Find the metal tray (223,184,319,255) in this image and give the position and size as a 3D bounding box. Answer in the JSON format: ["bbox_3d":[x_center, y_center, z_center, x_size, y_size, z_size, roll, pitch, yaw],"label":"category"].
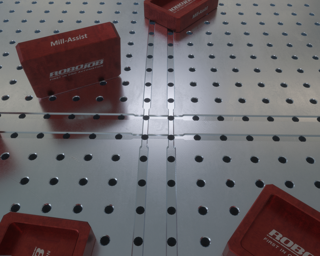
[{"bbox_3d":[0.140,0.125,0.299,0.130,0.030,0.090,32,57,24],"label":"metal tray"}]

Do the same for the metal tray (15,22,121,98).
[{"bbox_3d":[-0.122,-0.095,0.441,0.131,0.090,0.030,-19,68,-15],"label":"metal tray"}]

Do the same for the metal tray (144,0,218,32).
[{"bbox_3d":[0.043,-0.243,0.609,0.090,0.030,0.131,34,58,25],"label":"metal tray"}]

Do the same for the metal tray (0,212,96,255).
[{"bbox_3d":[-0.121,0.147,0.280,0.090,0.030,0.130,6,50,5],"label":"metal tray"}]
